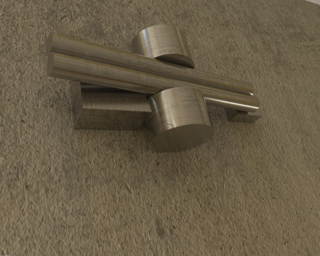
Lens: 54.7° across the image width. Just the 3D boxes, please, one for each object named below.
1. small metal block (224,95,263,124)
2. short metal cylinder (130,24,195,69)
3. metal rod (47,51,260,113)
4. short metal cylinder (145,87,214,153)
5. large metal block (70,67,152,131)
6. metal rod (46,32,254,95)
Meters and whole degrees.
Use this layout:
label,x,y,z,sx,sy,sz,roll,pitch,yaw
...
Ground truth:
label,x,y,z,sx,sy,sz,roll,pitch,yaw
small metal block,0.130,-0.036,0.497,0.050,0.025,0.050,3,61,-27
short metal cylinder,0.003,-0.096,0.430,0.081,0.080,0.050,1,61,-28
metal rod,0.017,-0.049,0.387,0.302,0.025,0.025,6,59,-34
short metal cylinder,0.022,-0.008,0.386,0.081,0.080,0.050,1,61,-28
large metal block,-0.064,-0.043,0.382,0.081,0.050,0.080,2,61,-27
metal rod,0.012,-0.071,0.398,0.302,0.025,0.025,6,59,-34
